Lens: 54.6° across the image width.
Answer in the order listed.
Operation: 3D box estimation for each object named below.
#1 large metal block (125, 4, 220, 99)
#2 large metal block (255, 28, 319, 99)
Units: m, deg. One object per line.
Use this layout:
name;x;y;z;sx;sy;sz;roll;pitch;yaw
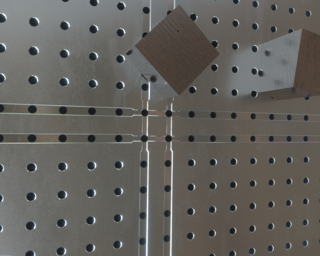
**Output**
large metal block;0.015;-0.096;0.405;0.080;0.050;0.080;-47;105;-14
large metal block;0.191;-0.088;0.453;0.050;0.080;0.080;11;86;-20
